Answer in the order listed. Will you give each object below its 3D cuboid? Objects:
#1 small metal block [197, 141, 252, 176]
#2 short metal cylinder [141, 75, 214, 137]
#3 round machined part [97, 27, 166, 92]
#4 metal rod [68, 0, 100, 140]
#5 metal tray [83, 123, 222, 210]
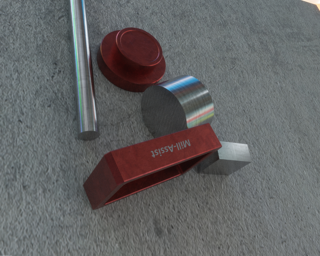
[{"bbox_3d":[0.083,0.041,0.409,0.050,0.050,0.025,8,59,-25],"label":"small metal block"},{"bbox_3d":[0.021,-0.023,0.395,0.050,0.080,0.080,-26,77,-37],"label":"short metal cylinder"},{"bbox_3d":[-0.035,-0.102,0.438,0.099,0.042,0.098,14,56,-21],"label":"round machined part"},{"bbox_3d":[-0.109,-0.123,0.420,0.025,0.025,0.299,3,60,-27],"label":"metal rod"},{"bbox_3d":[-0.007,0.040,0.334,0.131,0.090,0.030,-15,70,-34],"label":"metal tray"}]
